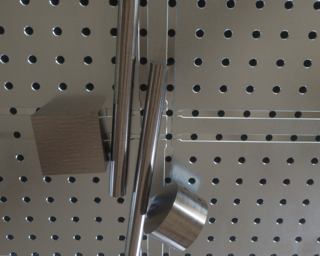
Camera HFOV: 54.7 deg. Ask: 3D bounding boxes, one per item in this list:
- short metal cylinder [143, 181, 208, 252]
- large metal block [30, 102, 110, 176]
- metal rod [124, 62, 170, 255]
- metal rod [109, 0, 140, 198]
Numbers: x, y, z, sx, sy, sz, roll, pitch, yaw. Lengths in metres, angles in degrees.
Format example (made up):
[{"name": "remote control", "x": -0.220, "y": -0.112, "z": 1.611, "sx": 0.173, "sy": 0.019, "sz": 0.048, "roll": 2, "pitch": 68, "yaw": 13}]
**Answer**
[{"name": "short metal cylinder", "x": 0.021, "y": 0.121, "z": 0.429, "sx": 0.050, "sy": 0.080, "sz": 0.080, "roll": 34, "pitch": 106, "yaw": -12}, {"name": "large metal block", "x": -0.111, "y": 0.013, "z": 0.404, "sx": 0.080, "sy": 0.050, "sz": 0.079, "roll": -3, "pitch": 110, "yaw": 1}, {"name": "metal rod", "x": -0.021, "y": 0.059, "z": 0.434, "sx": 0.025, "sy": 0.025, "sz": 0.298, "roll": 8, "pitch": 110, "yaw": -3}, {"name": "metal rod", "x": -0.046, "y": -0.046, "z": 0.396, "sx": 0.025, "sy": 0.025, "sz": 0.298, "roll": 5, "pitch": 110, "yaw": -2}]
